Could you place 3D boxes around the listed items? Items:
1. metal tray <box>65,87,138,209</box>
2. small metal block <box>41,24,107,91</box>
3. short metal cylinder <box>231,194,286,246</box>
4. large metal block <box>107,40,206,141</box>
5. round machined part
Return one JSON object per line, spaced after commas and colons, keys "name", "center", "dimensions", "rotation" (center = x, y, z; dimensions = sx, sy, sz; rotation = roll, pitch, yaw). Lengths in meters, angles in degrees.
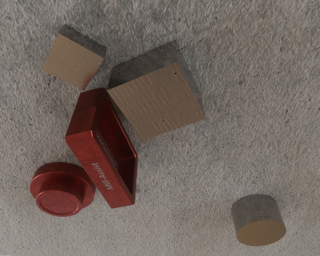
{"name": "metal tray", "center": [-0.065, 0.027, 0.386], "dimensions": [0.030, 0.090, 0.129], "rotation": [-13, 129, 11]}
{"name": "small metal block", "center": [-0.094, -0.076, 0.341], "dimensions": [0.050, 0.025, 0.050], "rotation": [27, 125, -21]}
{"name": "short metal cylinder", "center": [0.166, 0.157, 0.527], "dimensions": [0.081, 0.050, 0.079], "rotation": [0, 130, 0]}
{"name": "large metal block", "center": [-0.002, -0.041, 0.356], "dimensions": [0.080, 0.050, 0.080], "rotation": [-20, 128, 16]}
{"name": "round machined part", "center": [-0.152, 0.101, 0.481], "dimensions": [0.099, 0.042, 0.097], "rotation": [0, 130, 0]}
